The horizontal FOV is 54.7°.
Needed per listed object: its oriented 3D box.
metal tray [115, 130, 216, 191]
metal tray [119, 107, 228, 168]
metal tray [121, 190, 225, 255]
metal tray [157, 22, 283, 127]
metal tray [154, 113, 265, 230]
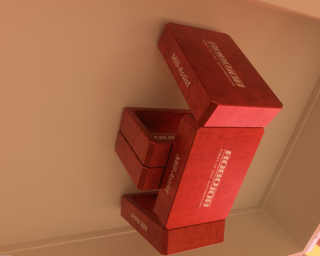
[{"bbox_3d":[0.018,0.036,0.398,0.131,0.090,0.030,1,118,-29],"label":"metal tray"},{"bbox_3d":[0.026,0.008,0.385,0.131,0.090,0.030,1,118,-29],"label":"metal tray"},{"bbox_3d":[0.012,0.120,0.418,0.091,0.130,0.030,0,97,-29],"label":"metal tray"},{"bbox_3d":[0.060,-0.059,0.334,0.091,0.130,0.030,0,138,-29],"label":"metal tray"},{"bbox_3d":[0.052,0.049,0.345,0.091,0.030,0.129,0,118,-30],"label":"metal tray"}]
